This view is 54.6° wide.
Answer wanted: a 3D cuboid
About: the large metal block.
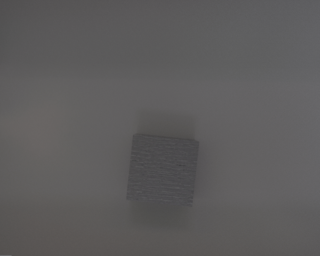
[{"bbox_3d":[0.003,0.052,0.399,0.080,0.050,0.080,6,90,0],"label":"large metal block"}]
